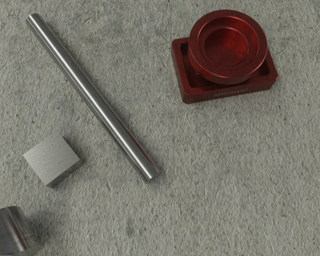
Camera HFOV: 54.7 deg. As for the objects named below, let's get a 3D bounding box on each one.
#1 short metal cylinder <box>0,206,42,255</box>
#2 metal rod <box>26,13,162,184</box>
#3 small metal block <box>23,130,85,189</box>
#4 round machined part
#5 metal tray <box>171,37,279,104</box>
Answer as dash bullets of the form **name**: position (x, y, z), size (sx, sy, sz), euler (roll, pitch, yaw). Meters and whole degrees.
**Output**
- **short metal cylinder**: position (-0.177, 0.128, 0.331), size (0.080, 0.080, 0.050), euler (-33, 74, -11)
- **metal rod**: position (-0.099, -0.050, 0.425), size (0.025, 0.025, 0.300), euler (-36, 74, -12)
- **small metal block**: position (-0.134, 0.040, 0.393), size (0.050, 0.025, 0.050), euler (-39, 75, -13)
- **round machined part**: position (0.085, -0.101, 0.407), size (0.099, 0.042, 0.098), euler (0, 74, -1)
- **metal tray**: position (0.088, -0.090, 0.438), size (0.131, 0.030, 0.090), euler (-10, 70, -4)
